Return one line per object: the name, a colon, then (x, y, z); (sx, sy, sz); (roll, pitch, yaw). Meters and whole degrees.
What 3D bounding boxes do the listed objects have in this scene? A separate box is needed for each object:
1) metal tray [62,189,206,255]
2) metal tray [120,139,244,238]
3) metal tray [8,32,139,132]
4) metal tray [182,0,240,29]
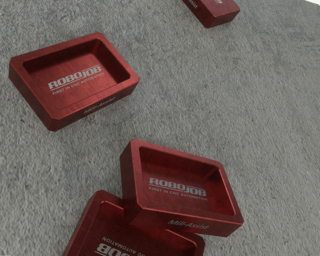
metal tray: (-0.025, 0.130, 0.307); (0.131, 0.030, 0.090); (28, 52, -10)
metal tray: (0.023, 0.067, 0.346); (0.131, 0.030, 0.090); (17, 38, -26)
metal tray: (-0.101, -0.062, 0.383); (0.131, 0.030, 0.090); (-33, 80, -38)
metal tray: (0.086, -0.260, 0.605); (0.091, 0.030, 0.130); (-29, 78, -37)
